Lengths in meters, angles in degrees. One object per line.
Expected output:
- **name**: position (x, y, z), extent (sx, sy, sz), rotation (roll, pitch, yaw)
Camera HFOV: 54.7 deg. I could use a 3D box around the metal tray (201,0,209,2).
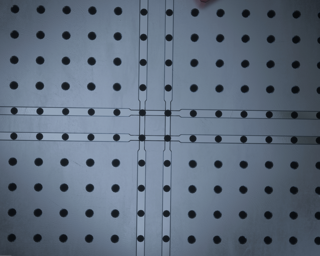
- **metal tray**: position (0.063, -0.249, 0.412), extent (0.090, 0.030, 0.130), rotation (-32, 90, -1)
